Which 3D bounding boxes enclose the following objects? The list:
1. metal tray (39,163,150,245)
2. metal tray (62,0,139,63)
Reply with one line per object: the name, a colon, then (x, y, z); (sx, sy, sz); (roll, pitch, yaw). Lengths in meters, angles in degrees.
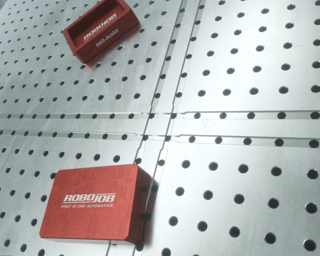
metal tray: (-0.082, 0.096, 0.390); (0.130, 0.030, 0.090); (-8, 58, 24)
metal tray: (-0.114, -0.191, 0.583); (0.130, 0.030, 0.090); (-36, 51, 4)
